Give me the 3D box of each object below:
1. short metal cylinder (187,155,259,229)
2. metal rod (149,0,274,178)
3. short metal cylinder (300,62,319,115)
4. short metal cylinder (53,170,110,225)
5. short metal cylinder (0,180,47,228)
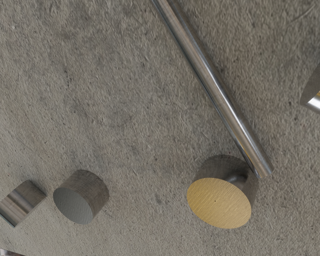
[{"bbox_3d":[0.081,0.081,0.398,0.080,0.050,0.079,13,124,21],"label":"short metal cylinder"},{"bbox_3d":[0.045,-0.070,0.339,0.025,0.025,0.299,-24,106,36],"label":"metal rod"},{"bbox_3d":[0.164,-0.042,0.259,0.050,0.080,0.079,30,128,9],"label":"short metal cylinder"},{"bbox_3d":[-0.135,0.119,0.536,0.080,0.050,0.079,13,124,21],"label":"short metal cylinder"},{"bbox_3d":[-0.271,0.148,0.606,0.050,0.080,0.080,44,129,-3],"label":"short metal cylinder"}]
